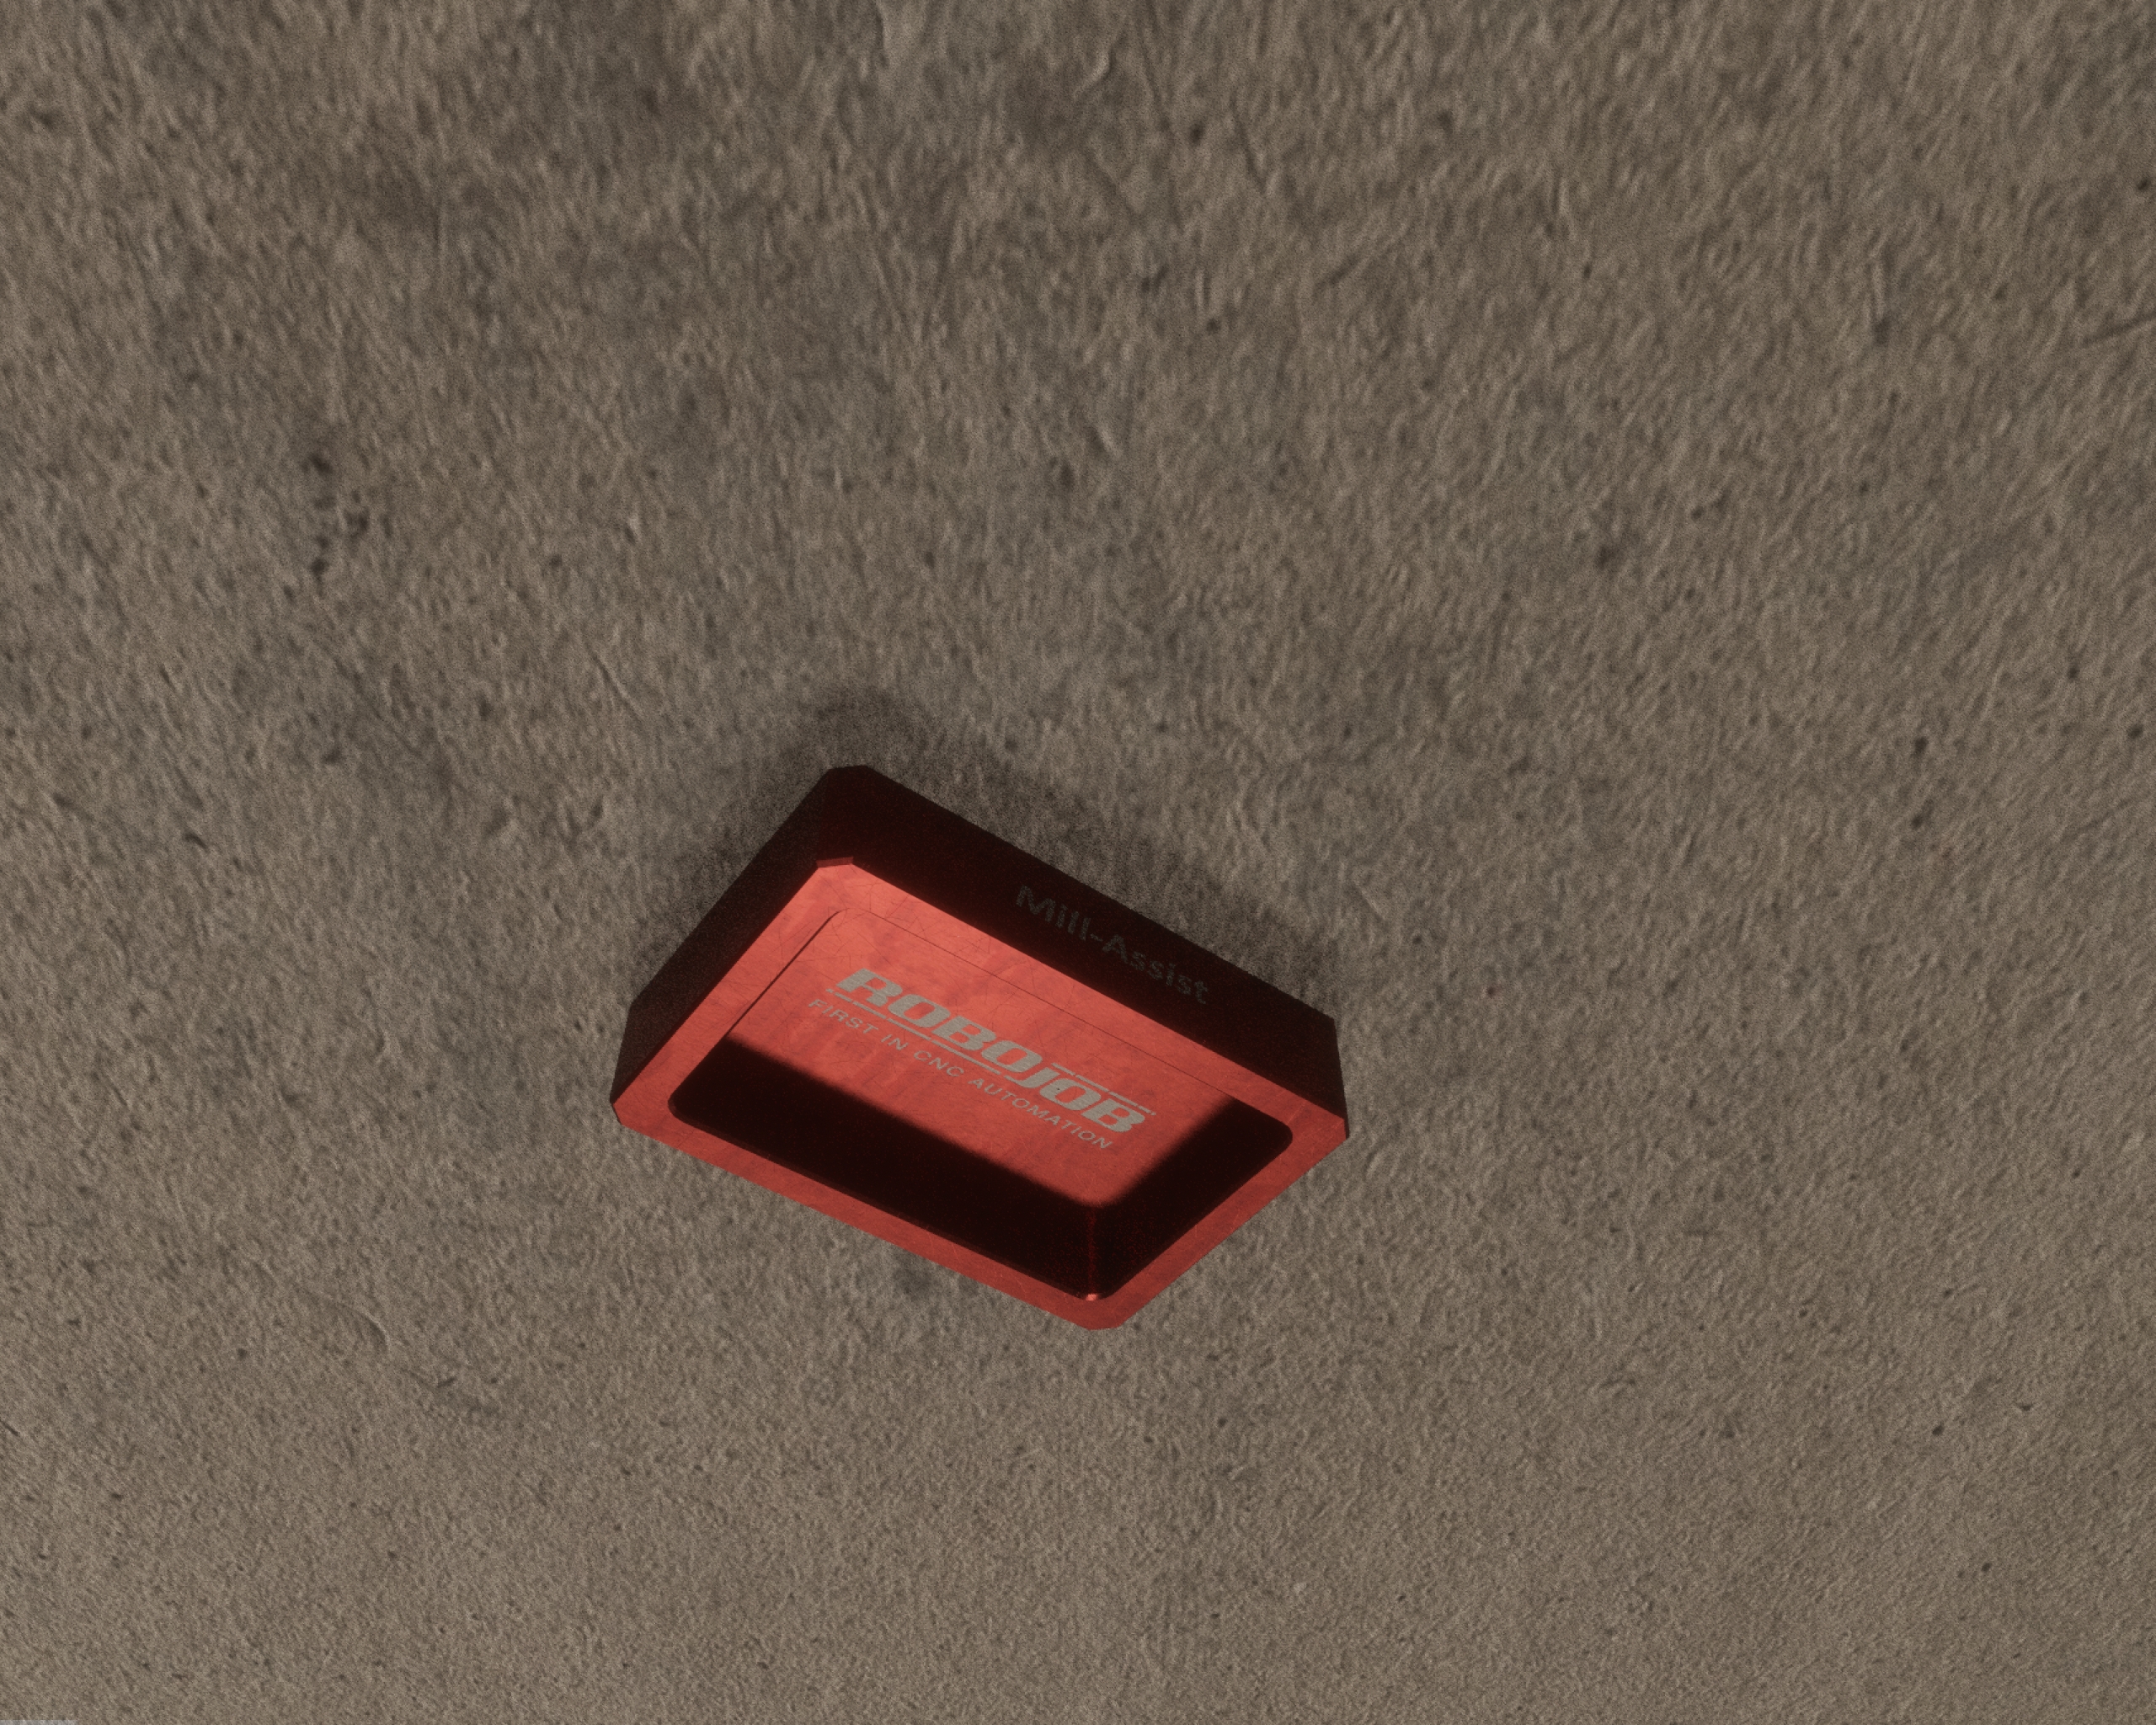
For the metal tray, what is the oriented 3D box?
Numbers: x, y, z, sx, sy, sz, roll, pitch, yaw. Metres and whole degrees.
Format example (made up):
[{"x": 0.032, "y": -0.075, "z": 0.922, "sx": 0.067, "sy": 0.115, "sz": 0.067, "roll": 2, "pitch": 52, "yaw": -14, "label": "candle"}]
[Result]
[{"x": -0.020, "y": 0.044, "z": 0.443, "sx": 0.131, "sy": 0.030, "sz": 0.090, "roll": 29, "pitch": 124, "yaw": -23, "label": "metal tray"}]
